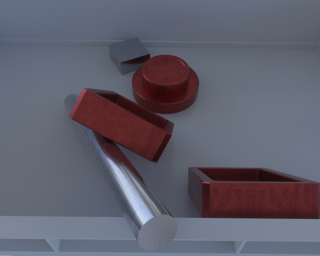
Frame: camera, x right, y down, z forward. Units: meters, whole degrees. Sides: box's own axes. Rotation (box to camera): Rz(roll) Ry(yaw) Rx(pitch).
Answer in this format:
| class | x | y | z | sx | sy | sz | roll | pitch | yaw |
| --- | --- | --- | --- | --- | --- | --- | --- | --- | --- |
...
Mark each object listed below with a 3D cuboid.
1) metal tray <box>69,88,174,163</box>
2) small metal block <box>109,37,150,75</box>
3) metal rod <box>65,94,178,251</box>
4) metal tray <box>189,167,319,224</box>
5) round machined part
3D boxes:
| class | x | y | z | sx | sy | sz | roll | pitch | yaw |
| --- | --- | --- | --- | --- | --- | --- | --- | --- | --- |
| metal tray | -0.032 | -0.008 | 0.338 | 0.090 | 0.130 | 0.030 | 28 | 96 | 1 |
| small metal block | -0.049 | -0.117 | 0.503 | 0.050 | 0.025 | 0.050 | -21 | 53 | -17 |
| metal rod | -0.062 | 0.013 | 0.308 | 0.025 | 0.025 | 0.300 | -21 | 27 | -17 |
| metal tray | 0.077 | 0.058 | 0.294 | 0.091 | 0.130 | 0.030 | 1 | 88 | 0 |
| round machined part | 0.008 | -0.070 | 0.453 | 0.099 | 0.042 | 0.098 | 0 | 50 | 0 |
